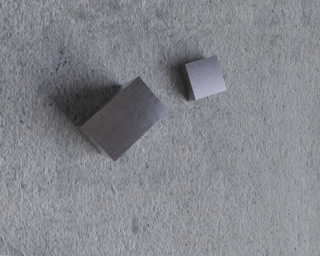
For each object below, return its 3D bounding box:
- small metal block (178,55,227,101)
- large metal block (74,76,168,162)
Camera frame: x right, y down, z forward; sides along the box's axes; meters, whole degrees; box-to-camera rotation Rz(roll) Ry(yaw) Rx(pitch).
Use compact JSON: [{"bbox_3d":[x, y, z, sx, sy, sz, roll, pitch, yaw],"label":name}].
[{"bbox_3d":[0.059,-0.069,0.430,0.050,0.025,0.050,-20,97,-19],"label":"small metal block"},{"bbox_3d":[-0.048,-0.010,0.362,0.080,0.080,0.050,-44,104,-15],"label":"large metal block"}]
